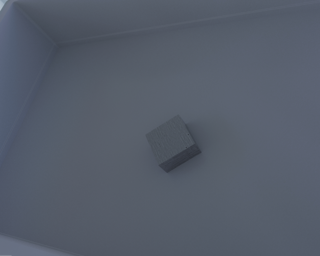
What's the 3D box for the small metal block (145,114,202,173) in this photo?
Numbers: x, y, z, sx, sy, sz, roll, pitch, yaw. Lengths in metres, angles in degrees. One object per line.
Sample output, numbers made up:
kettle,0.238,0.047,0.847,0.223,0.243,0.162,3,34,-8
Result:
small metal block,0.016,0.019,0.386,0.050,0.025,0.050,-32,52,7
